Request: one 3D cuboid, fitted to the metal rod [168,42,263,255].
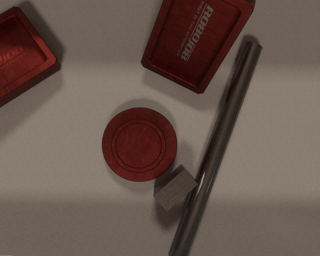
[{"bbox_3d":[0.074,0.031,0.412,0.025,0.025,0.299,20,90,-1],"label":"metal rod"}]

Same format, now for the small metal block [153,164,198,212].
[{"bbox_3d":[0.019,0.075,0.399,0.050,0.050,0.025,-41,90,0],"label":"small metal block"}]

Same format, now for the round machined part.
[{"bbox_3d":[-0.026,0.022,0.403,0.099,0.042,0.097,0,90,-1],"label":"round machined part"}]

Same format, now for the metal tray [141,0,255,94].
[{"bbox_3d":[0.040,-0.111,0.367,0.090,0.129,0.030,26,45,-1],"label":"metal tray"}]

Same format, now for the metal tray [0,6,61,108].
[{"bbox_3d":[-0.208,-0.082,0.395,0.130,0.030,0.090,-36,91,-10],"label":"metal tray"}]
